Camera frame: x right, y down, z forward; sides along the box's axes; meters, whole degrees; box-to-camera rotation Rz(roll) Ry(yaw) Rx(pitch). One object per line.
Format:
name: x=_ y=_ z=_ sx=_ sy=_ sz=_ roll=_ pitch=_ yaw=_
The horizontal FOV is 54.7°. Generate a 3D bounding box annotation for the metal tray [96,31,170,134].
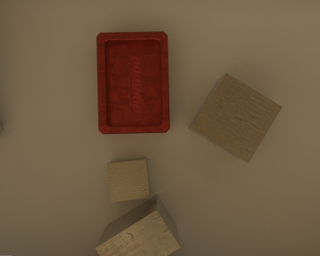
metal tray: x=-0.034 y=-0.058 z=0.408 sx=0.091 sy=0.030 sz=0.129 roll=-1 pitch=90 yaw=-1

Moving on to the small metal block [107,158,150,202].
small metal block: x=-0.040 y=0.068 z=0.411 sx=0.050 sy=0.025 sz=0.050 roll=-6 pitch=90 yaw=-1

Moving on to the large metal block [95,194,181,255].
large metal block: x=-0.025 y=0.133 z=0.384 sx=0.080 sy=0.080 sz=0.050 roll=-32 pitch=90 yaw=0

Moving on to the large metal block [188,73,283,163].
large metal block: x=0.094 y=-0.012 z=0.400 sx=0.080 sy=0.050 sz=0.080 roll=31 pitch=90 yaw=-1

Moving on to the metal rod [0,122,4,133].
metal rod: x=-0.258 y=-0.115 z=0.333 sx=0.025 sy=0.025 sz=0.298 roll=-18 pitch=122 yaw=0
